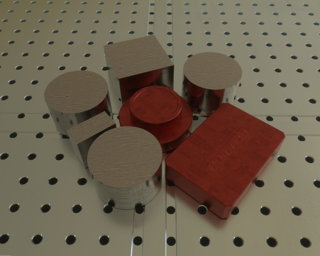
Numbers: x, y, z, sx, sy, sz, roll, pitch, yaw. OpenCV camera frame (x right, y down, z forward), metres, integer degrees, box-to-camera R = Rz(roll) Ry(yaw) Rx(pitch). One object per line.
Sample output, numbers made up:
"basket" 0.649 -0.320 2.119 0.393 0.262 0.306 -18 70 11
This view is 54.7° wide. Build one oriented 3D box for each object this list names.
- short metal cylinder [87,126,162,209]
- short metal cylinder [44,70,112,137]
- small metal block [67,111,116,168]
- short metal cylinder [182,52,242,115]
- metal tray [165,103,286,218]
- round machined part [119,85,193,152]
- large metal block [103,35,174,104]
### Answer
"short metal cylinder" -0.038 0.044 0.353 0.080 0.050 0.080 0 50 0
"short metal cylinder" -0.107 -0.032 0.417 0.080 0.050 0.080 0 50 0
"small metal block" -0.079 0.015 0.377 0.050 0.050 0.025 -30 56 -23
"short metal cylinder" 0.072 -0.064 0.445 0.080 0.050 0.080 0 50 0
"metal tray" 0.079 0.032 0.376 0.090 0.030 0.131 33 57 25
"round machined part" -0.006 -0.019 0.411 0.099 0.042 0.098 0 50 0
"large metal block" -0.032 -0.090 0.466 0.081 0.050 0.080 -17 52 -14
